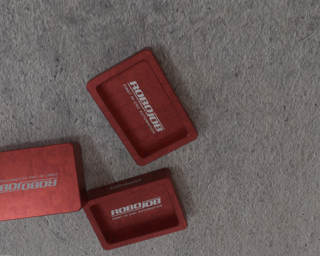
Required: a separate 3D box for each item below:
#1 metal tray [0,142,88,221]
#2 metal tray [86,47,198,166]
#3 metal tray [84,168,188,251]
[{"bbox_3d":[-0.170,0.071,0.415,0.131,0.030,0.089,-8,88,2],"label":"metal tray"},{"bbox_3d":[-0.020,-0.025,0.397,0.090,0.030,0.130,-28,108,9],"label":"metal tray"},{"bbox_3d":[-0.035,0.119,0.450,0.131,0.030,0.090,-17,109,6],"label":"metal tray"}]
